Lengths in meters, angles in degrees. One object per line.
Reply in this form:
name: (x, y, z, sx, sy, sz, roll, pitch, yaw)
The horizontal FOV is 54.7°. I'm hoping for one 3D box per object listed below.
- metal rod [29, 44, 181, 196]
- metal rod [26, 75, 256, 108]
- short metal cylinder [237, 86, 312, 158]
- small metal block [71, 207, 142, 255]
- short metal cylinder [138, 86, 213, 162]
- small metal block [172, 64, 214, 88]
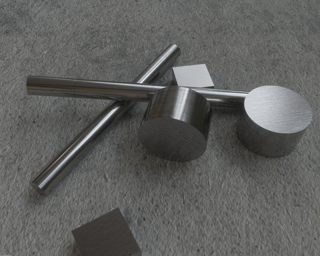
metal rod: (-0.056, -0.030, 0.427, 0.025, 0.025, 0.301, 26, 54, 20)
metal rod: (-0.016, -0.047, 0.414, 0.302, 0.025, 0.025, 3, 50, -9)
short metal cylinder: (0.143, -0.009, 0.395, 0.081, 0.050, 0.080, 0, 50, 0)
small metal block: (-0.052, 0.115, 0.306, 0.050, 0.025, 0.050, -24, 54, -19)
short metal cylinder: (0.019, -0.003, 0.370, 0.080, 0.080, 0.050, 10, 51, 8)
small metal block: (0.048, -0.067, 0.460, 0.050, 0.025, 0.050, -8, 50, -7)
